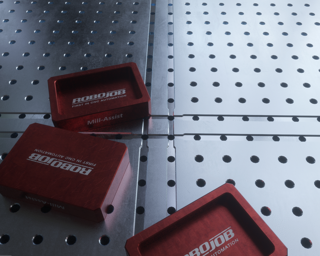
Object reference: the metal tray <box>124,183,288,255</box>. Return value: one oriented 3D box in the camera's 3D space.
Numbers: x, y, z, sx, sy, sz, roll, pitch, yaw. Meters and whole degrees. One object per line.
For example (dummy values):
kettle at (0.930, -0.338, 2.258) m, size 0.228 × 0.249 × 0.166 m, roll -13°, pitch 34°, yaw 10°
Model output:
metal tray at (0.043, 0.121, 0.302) m, size 0.131 × 0.030 × 0.090 m, roll -25°, pitch 54°, yaw -20°

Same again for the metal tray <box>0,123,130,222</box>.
metal tray at (-0.112, 0.048, 0.364) m, size 0.130 × 0.030 × 0.090 m, roll 13°, pitch 51°, yaw 10°

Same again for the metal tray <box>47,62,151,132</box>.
metal tray at (-0.086, -0.045, 0.441) m, size 0.131 × 0.030 × 0.090 m, roll -13°, pitch 51°, yaw -11°
